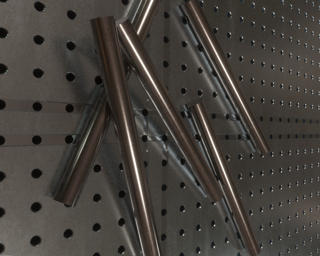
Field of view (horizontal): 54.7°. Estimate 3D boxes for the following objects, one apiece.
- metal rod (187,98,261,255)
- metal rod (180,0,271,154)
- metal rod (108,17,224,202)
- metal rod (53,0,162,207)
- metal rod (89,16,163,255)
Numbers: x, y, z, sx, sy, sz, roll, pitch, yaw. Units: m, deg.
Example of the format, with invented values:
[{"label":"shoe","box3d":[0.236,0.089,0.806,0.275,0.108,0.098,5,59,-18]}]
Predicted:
[{"label":"metal rod","box3d":[0.109,0.091,0.503,0.025,0.025,0.299,-38,113,-34]},{"label":"metal rod","box3d":[0.116,-0.071,0.509,0.025,0.025,0.299,-50,120,-29]},{"label":"metal rod","box3d":[0.022,-0.003,0.409,0.025,0.025,0.299,-50,126,-28]},{"label":"metal rod","box3d":[-0.051,-0.056,0.367,0.025,0.025,0.299,32,70,-36]},{"label":"metal rod","box3d":[-0.034,0.029,0.358,0.025,0.025,0.298,-25,113,-38]}]
